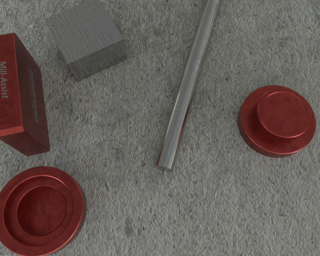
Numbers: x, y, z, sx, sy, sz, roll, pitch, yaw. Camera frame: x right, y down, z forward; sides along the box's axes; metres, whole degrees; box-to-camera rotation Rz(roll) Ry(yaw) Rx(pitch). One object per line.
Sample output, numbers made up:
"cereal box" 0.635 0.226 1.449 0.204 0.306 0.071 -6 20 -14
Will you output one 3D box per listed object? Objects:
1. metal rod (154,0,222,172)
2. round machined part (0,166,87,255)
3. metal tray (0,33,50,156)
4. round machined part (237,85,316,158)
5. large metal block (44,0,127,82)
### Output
"metal rod" 0.047 -0.084 0.439 0.025 0.025 0.299 16 71 5
"round machined part" -0.135 0.097 0.362 0.099 0.042 0.098 0 70 -1
"metal tray" -0.173 -0.039 0.385 0.030 0.090 0.130 -13 71 -5
"round machined part" 0.156 -0.013 0.406 0.099 0.042 0.098 0 70 -1
"large metal block" -0.103 -0.125 0.439 0.080 0.050 0.080 -27 73 -10
